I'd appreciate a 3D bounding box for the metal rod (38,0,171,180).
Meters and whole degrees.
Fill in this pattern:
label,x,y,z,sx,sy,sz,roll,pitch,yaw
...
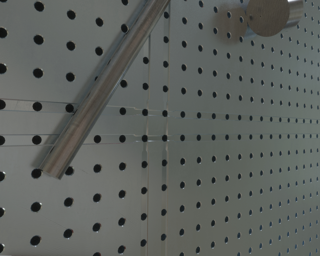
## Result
label,x,y,z,sx,sy,sz,roll,pitch,yaw
metal rod,-0.048,-0.077,0.369,0.025,0.025,0.300,42,65,-33

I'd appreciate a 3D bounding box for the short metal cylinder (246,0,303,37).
label,x,y,z,sx,sy,sz,roll,pitch,yaw
short metal cylinder,0.201,-0.205,0.545,0.050,0.080,0.080,-25,106,-37
